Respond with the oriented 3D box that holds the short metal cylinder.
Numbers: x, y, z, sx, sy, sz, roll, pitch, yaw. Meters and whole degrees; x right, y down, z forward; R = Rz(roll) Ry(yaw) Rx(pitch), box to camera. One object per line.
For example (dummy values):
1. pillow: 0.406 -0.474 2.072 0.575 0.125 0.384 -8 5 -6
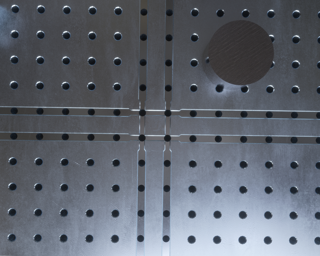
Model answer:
1. short metal cylinder: 0.099 -0.092 0.402 0.081 0.050 0.079 0 90 -1
